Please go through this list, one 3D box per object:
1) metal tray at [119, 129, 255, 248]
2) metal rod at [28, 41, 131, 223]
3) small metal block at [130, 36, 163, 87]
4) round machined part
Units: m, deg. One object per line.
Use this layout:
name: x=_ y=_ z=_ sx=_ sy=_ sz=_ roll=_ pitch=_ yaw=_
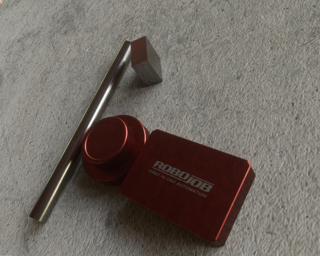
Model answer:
metal tray: x=0.027 y=0.061 z=0.349 sx=0.130 sy=0.030 sz=0.090 roll=19 pitch=71 yaw=35
metal rod: x=-0.107 y=-0.007 z=0.464 sx=0.025 sy=0.025 sz=0.300 roll=11 pitch=67 yaw=32
small metal block: x=-0.020 y=-0.098 z=0.458 sx=0.025 sy=0.050 sz=0.050 roll=-18 pitch=55 yaw=18
round machined part: x=-0.063 y=0.024 z=0.411 sx=0.098 sy=0.042 sz=0.098 roll=-13 pitch=56 yaw=21
